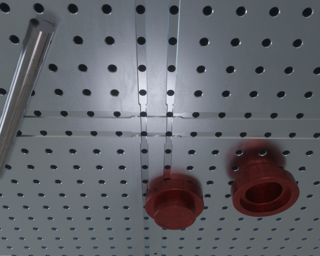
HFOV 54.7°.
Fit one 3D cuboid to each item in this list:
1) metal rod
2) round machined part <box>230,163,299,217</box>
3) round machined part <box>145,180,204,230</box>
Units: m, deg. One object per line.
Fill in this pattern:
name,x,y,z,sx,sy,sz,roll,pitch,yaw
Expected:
metal rod,-0.196,-0.007,0.403,0.025,0.025,0.298,23,126,-19
round machined part,0.159,0.092,0.481,0.099,0.042,0.097,0,130,0
round machined part,0.024,0.133,0.514,0.099,0.042,0.097,0,130,0
